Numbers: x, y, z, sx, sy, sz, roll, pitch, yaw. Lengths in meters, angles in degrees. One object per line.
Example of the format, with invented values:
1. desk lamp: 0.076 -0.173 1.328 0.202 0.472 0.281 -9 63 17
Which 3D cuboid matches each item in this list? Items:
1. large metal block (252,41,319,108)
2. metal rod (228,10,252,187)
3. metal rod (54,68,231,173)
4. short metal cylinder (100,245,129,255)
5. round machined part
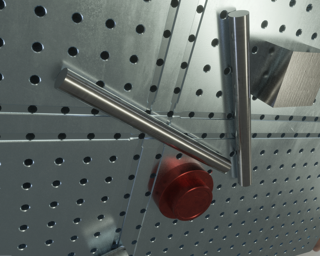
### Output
1. large metal block: 0.189 -0.077 0.450 0.081 0.050 0.079 -4 120 -26
2. metal rod: 0.124 -0.022 0.464 0.025 0.025 0.298 -24 127 -14
3. metal rod: 0.002 0.005 0.414 0.301 0.025 0.025 29 103 -38
4. short metal cylinder: -0.065 0.232 0.484 0.050 0.080 0.080 -22 127 -16
5. round machined part: 0.044 0.107 0.490 0.099 0.042 0.097 -14 124 -21
